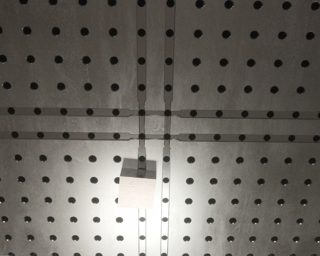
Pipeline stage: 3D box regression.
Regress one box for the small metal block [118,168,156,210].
[{"bbox_3d":[-0.033,0.087,0.445,0.050,0.025,0.050,5,110,-3],"label":"small metal block"}]
